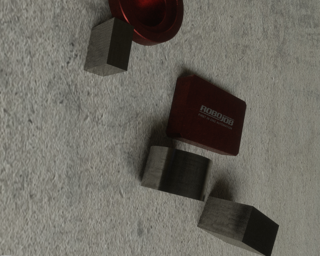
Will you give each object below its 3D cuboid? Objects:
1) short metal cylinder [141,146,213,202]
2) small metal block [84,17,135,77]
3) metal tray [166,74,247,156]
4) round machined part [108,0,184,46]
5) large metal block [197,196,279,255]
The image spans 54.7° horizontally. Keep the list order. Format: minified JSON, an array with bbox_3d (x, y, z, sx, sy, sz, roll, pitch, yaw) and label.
[{"bbox_3d":[0.021,0.057,0.386,0.080,0.080,0.050,23,76,-38],"label":"short metal cylinder"},{"bbox_3d":[-0.057,-0.087,0.341,0.025,0.050,0.050,14,81,-39],"label":"small metal block"},{"bbox_3d":[0.074,-0.015,0.463,0.131,0.030,0.090,19,78,-38],"label":"metal tray"},{"bbox_3d":[-0.021,-0.149,0.376,0.099,0.042,0.097,0,90,-40],"label":"round machined part"},{"bbox_3d":[0.118,0.148,0.468,0.080,0.080,0.050,38,67,-34],"label":"large metal block"}]
